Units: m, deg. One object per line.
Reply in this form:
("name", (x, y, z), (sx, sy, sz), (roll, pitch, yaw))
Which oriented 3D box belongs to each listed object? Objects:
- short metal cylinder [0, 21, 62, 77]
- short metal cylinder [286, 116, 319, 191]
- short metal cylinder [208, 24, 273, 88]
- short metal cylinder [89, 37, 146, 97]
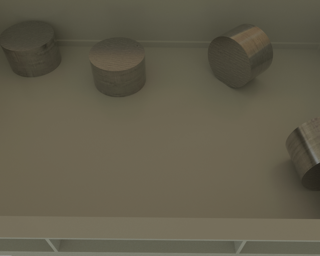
("short metal cylinder", (-0.204, -0.126, 0.492), (0.081, 0.050, 0.080), (0, 50, 0))
("short metal cylinder", (0.191, 0.029, 0.348), (0.081, 0.080, 0.050), (-4, 50, -4))
("short metal cylinder", (0.118, -0.107, 0.461), (0.050, 0.080, 0.080), (-33, 58, -25))
("short metal cylinder", (-0.062, -0.092, 0.465), (0.081, 0.050, 0.080), (0, 50, 0))
